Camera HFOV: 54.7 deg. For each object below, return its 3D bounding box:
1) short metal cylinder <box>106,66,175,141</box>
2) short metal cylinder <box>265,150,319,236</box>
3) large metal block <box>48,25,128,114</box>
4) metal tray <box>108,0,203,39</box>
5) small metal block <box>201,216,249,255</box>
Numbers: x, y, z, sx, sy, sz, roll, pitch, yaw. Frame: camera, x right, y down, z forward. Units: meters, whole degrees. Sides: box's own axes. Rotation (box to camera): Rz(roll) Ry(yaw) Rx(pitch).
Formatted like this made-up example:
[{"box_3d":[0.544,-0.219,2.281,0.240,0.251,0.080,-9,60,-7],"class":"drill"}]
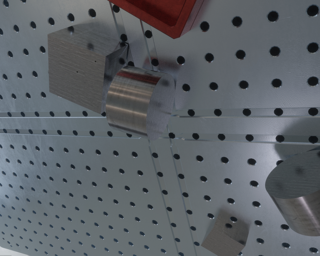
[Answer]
[{"box_3d":[-0.021,-0.030,0.368,0.050,0.080,0.079,15,125,20],"class":"short metal cylinder"},{"box_3d":[0.162,0.067,0.332,0.080,0.080,0.050,-25,105,37],"class":"short metal cylinder"},{"box_3d":[-0.093,-0.076,0.397,0.080,0.050,0.079,23,127,14],"class":"large metal block"},{"box_3d":[-0.014,-0.163,0.314,0.130,0.030,0.089,32,129,7],"class":"metal tray"},{"box_3d":[0.096,0.167,0.464,0.050,0.025,0.050,28,128,10],"class":"small metal block"}]
